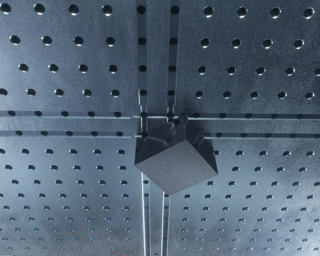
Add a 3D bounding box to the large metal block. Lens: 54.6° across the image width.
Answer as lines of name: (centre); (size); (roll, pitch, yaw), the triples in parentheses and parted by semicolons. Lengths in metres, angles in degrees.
large metal block: (0.023, 0.040, 0.429); (0.080, 0.050, 0.080); (-28, 125, 22)
